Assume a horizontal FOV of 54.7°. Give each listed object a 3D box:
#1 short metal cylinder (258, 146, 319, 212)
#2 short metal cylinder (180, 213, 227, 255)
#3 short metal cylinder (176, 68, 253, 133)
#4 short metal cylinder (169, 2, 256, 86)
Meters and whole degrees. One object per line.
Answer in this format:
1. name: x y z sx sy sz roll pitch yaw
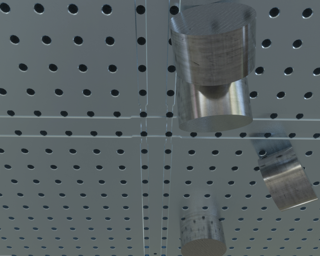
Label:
1. short metal cylinder: 0.180 0.072 0.438 0.050 0.080 0.080 -27 125 21
2. short metal cylinder: 0.078 0.201 0.567 0.081 0.050 0.079 0 130 0
3. short metal cylinder: 0.060 -0.028 0.347 0.081 0.050 0.080 -3 167 -1
4. short metal cylinder: 0.052 -0.084 0.304 0.080 0.080 0.050 -7 128 6
